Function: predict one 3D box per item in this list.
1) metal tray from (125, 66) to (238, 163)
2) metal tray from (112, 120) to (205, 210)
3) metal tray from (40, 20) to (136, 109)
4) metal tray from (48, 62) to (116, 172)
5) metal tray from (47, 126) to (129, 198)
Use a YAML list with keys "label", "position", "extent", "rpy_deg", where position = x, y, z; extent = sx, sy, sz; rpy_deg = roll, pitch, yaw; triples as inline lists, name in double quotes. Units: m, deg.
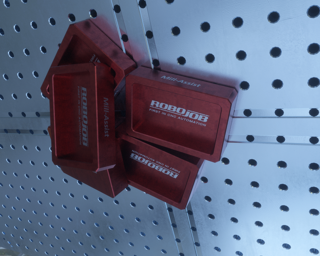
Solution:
- label: "metal tray"
  position: [0.021, -0.017, 0.385]
  extent: [0.130, 0.030, 0.089]
  rpy_deg: [17, 126, 18]
- label: "metal tray"
  position: [-0.009, 0.053, 0.445]
  extent: [0.130, 0.030, 0.089]
  rpy_deg: [23, 128, 14]
- label: "metal tray"
  position: [-0.101, -0.066, 0.420]
  extent: [0.090, 0.030, 0.129]
  rpy_deg: [43, 129, -1]
- label: "metal tray"
  position: [-0.101, -0.015, 0.397]
  extent: [0.090, 0.030, 0.129]
  rpy_deg: [2, 96, 35]
- label: "metal tray"
  position: [-0.111, 0.044, 0.472]
  extent: [0.130, 0.030, 0.089]
  rpy_deg: [16, 127, 36]
